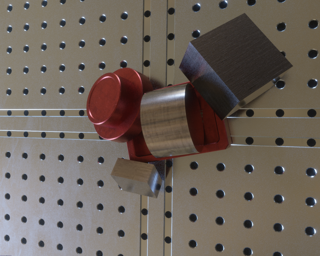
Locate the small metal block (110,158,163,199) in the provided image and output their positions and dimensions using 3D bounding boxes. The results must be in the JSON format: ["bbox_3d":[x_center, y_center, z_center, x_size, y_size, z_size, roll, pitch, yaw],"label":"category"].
[{"bbox_3d":[-0.029,0.066,0.403,0.050,0.050,0.025,8,59,20],"label":"small metal block"}]

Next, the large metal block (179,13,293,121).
[{"bbox_3d":[0.082,-0.068,0.345,0.080,0.050,0.080,-32,78,-20],"label":"large metal block"}]

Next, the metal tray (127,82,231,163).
[{"bbox_3d":[0.018,-0.007,0.401,0.130,0.030,0.089,-12,86,19],"label":"metal tray"}]

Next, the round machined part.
[{"bbox_3d":[-0.058,-0.033,0.400,0.098,0.042,0.098,-16,66,39],"label":"round machined part"}]

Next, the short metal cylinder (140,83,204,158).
[{"bbox_3d":[0.017,-0.008,0.360,0.050,0.080,0.080,-9,87,19],"label":"short metal cylinder"}]
